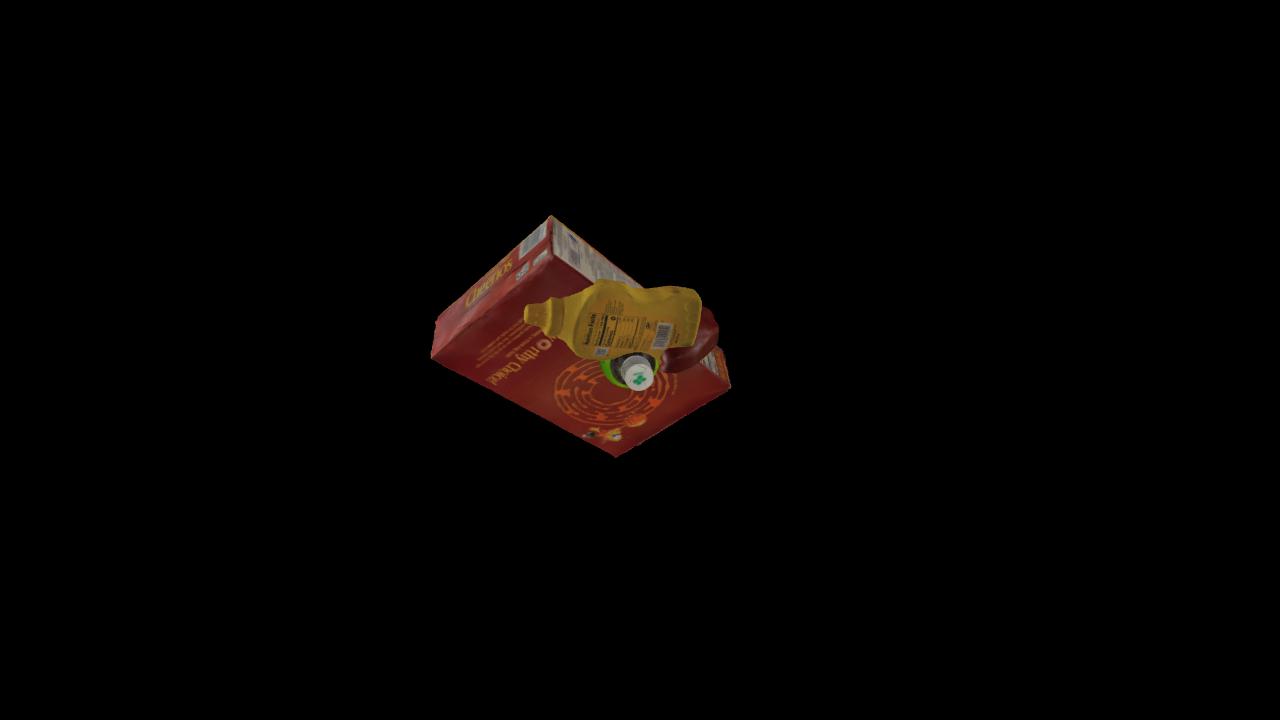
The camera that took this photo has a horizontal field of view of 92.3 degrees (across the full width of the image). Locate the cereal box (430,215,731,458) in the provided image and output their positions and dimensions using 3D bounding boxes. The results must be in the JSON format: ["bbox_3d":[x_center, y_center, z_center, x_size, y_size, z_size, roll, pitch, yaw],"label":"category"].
[{"bbox_3d":[-0.060,-0.007,0.738,0.203,0.081,0.306,-35,-48,27],"label":"cereal box"}]

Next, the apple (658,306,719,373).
[{"bbox_3d":[0.043,-0.027,0.700,0.093,0.079,0.079,-25,9,-20],"label":"apple"}]

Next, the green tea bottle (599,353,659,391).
[{"bbox_3d":[-0.017,-0.014,0.726,0.073,0.073,0.212,0,15,-11],"label":"green tea bottle"}]

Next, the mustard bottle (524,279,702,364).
[{"bbox_3d":[-0.031,-0.041,0.648,0.184,0.092,0.054,3,38,-22],"label":"mustard bottle"}]
